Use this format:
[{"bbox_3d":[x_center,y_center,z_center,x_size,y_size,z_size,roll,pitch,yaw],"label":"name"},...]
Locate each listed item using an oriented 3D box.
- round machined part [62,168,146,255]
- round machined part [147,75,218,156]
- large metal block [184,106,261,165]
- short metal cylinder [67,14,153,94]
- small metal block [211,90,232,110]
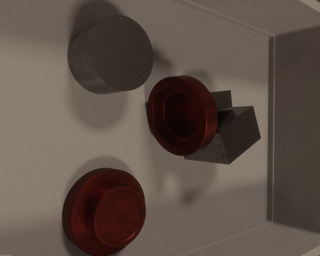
[{"bbox_3d":[-0.055,0.096,0.351,0.099,0.042,0.097,0,90,-40],"label":"round machined part"},{"bbox_3d":[0.032,-0.017,0.388,0.042,0.098,0.097,-16,101,-42],"label":"round machined part"},{"bbox_3d":[0.083,0.008,0.443,0.081,0.080,0.050,-30,109,-36],"label":"large metal block"},{"bbox_3d":[-0.054,-0.079,0.346,0.081,0.050,0.079,0,90,-40],"label":"short metal cylinder"},{"bbox_3d":[0.068,-0.039,0.450,0.050,0.050,0.025,-12,98,-40],"label":"small metal block"}]
